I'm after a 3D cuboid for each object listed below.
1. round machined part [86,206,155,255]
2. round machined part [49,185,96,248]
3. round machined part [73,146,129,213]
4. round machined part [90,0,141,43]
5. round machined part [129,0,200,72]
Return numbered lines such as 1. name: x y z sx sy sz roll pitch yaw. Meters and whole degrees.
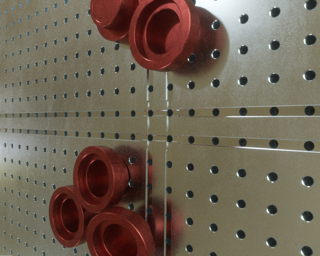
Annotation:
1. round machined part: -0.050 0.154 0.430 0.098 0.042 0.097 6 104 26
2. round machined part: -0.139 0.143 0.515 0.098 0.042 0.097 0 90 40
3. round machined part: -0.085 0.075 0.469 0.098 0.042 0.098 -2 86 41
4. round machined part: -0.065 -0.177 0.453 0.098 0.042 0.097 0 90 40
5. round machined part: 0.010 -0.119 0.391 0.098 0.042 0.097 0 90 40
